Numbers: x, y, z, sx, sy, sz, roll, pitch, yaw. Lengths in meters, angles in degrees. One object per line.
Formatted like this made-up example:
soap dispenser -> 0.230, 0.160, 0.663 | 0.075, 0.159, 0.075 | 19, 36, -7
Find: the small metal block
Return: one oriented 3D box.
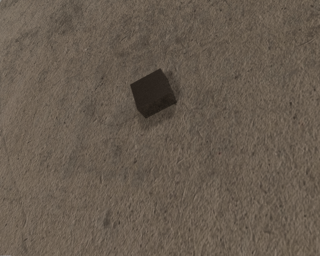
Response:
small metal block -> -0.010, -0.049, 0.438 | 0.050, 0.025, 0.050 | -27, 53, 11
